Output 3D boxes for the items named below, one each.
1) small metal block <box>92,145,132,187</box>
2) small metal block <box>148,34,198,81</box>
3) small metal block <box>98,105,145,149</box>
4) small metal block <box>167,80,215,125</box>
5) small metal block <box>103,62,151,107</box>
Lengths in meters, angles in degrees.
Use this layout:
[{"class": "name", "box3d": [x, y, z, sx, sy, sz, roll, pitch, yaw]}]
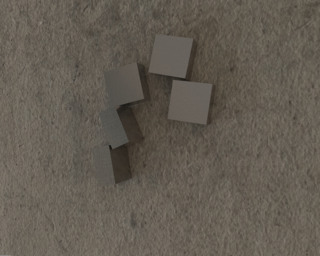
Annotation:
[{"class": "small metal block", "box3d": [-0.063, 0.048, 0.417, 0.025, 0.050, 0.050, -11, 86, 19]}, {"class": "small metal block", "box3d": [0.017, -0.091, 0.402, 0.050, 0.025, 0.050, 13, 94, 19]}, {"class": "small metal block", "box3d": [-0.050, -0.001, 0.412, 0.025, 0.050, 0.050, -25, 82, 18]}, {"class": "small metal block", "box3d": [0.041, -0.032, 0.394, 0.050, 0.025, 0.050, 9, 93, 19]}, {"class": "small metal block", "box3d": [-0.045, -0.057, 0.424, 0.050, 0.025, 0.050, -13, 86, 19]}]
